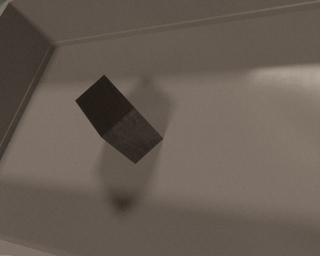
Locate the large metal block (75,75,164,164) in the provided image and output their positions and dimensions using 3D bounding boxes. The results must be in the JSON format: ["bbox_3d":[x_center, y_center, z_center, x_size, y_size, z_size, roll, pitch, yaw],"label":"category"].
[{"bbox_3d":[-0.052,-0.010,0.403,0.050,0.080,0.080,-43,51,-1],"label":"large metal block"}]
